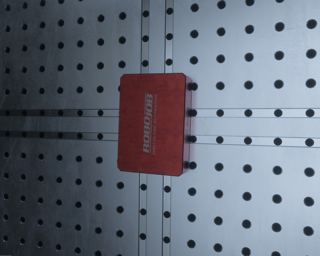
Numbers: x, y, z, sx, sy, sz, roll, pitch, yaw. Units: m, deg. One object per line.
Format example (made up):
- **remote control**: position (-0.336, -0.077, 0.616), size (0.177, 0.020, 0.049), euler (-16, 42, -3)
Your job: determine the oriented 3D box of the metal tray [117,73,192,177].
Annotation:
- **metal tray**: position (-0.008, -0.006, 0.411), size (0.090, 0.030, 0.129), euler (2, 91, 19)
